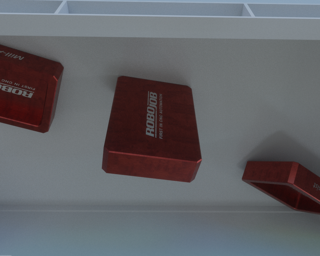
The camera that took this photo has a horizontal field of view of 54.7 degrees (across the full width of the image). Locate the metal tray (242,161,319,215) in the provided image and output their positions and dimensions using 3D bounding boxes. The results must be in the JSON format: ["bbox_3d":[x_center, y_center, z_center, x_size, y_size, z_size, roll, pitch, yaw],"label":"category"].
[{"bbox_3d":[0.197,0.089,0.450,0.131,0.030,0.090,30,161,-23],"label":"metal tray"}]

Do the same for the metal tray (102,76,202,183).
[{"bbox_3d":[-0.008,-0.005,0.336,0.091,0.130,0.030,8,130,-7],"label":"metal tray"}]

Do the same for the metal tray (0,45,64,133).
[{"bbox_3d":[-0.188,-0.050,0.361,0.131,0.030,0.089,16,128,-13],"label":"metal tray"}]

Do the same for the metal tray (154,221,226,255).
[{"bbox_3d":[0.060,0.222,0.597,0.131,0.030,0.089,-6,130,4],"label":"metal tray"}]
